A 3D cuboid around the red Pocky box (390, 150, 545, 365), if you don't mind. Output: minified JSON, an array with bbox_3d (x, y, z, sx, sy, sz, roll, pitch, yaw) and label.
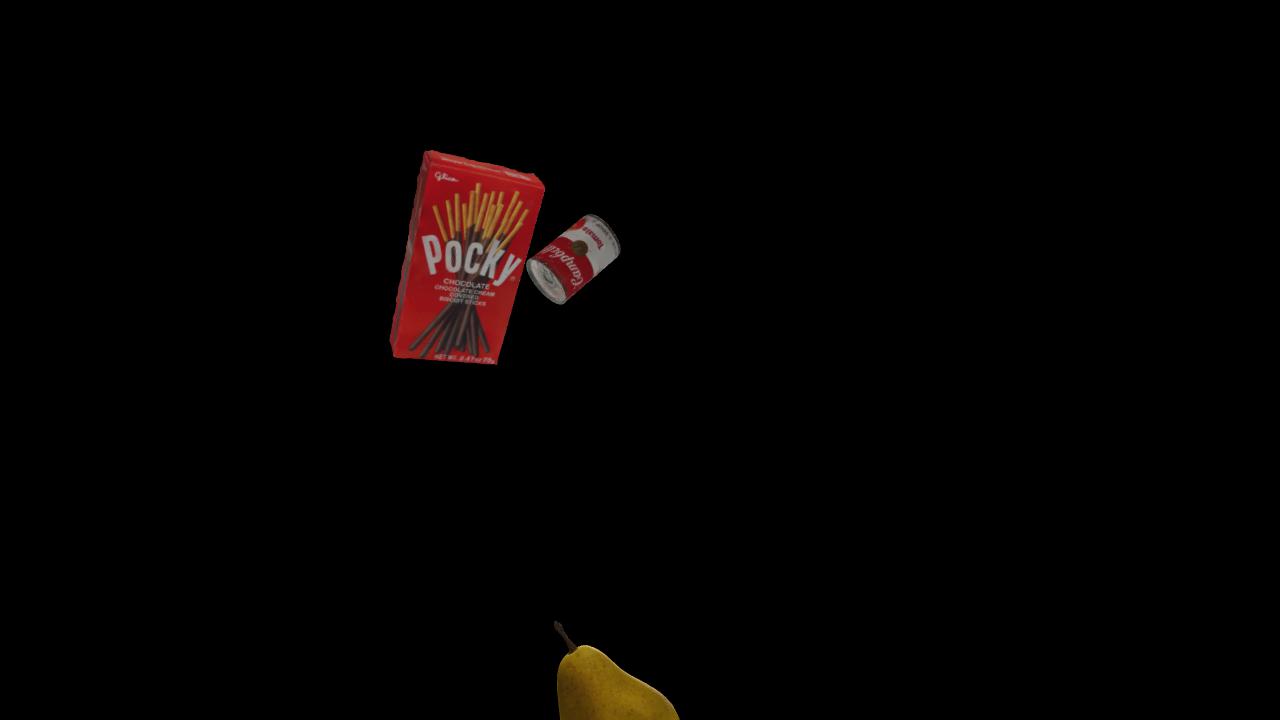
[{"bbox_3d":[-0.130,-0.068,0.455,0.083,0.155,0.028,5,30,-30],"label":"red Pocky box"}]

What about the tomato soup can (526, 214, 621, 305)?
[{"bbox_3d":[-0.080,-0.125,0.757,0.101,0.068,0.068,-44,22,-24],"label":"tomato soup can"}]

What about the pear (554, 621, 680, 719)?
[{"bbox_3d":[-0.020,0.207,0.361,0.080,0.111,0.080,-27,3,2],"label":"pear"}]
